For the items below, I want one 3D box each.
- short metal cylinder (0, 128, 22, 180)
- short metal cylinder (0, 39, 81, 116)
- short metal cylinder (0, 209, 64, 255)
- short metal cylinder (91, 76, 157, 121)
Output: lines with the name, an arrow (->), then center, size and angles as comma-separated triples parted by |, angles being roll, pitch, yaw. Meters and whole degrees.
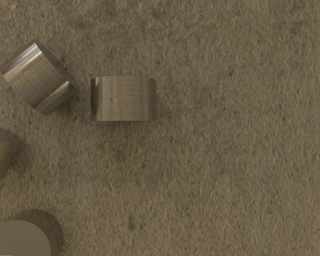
short metal cylinder -> -0.221, 0.025, 0.380 | 0.080, 0.080, 0.050 | 23, 90, -1
short metal cylinder -> -0.145, -0.062, 0.381 | 0.050, 0.080, 0.080 | -40, 91, 0
short metal cylinder -> -0.171, 0.150, 0.395 | 0.081, 0.050, 0.079 | 0, 90, -1
short metal cylinder -> -0.044, -0.033, 0.382 | 0.081, 0.080, 0.050 | 0, 90, -1
